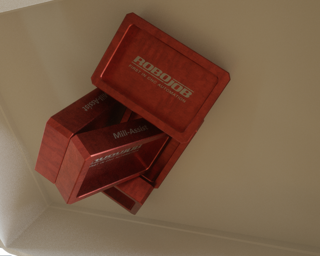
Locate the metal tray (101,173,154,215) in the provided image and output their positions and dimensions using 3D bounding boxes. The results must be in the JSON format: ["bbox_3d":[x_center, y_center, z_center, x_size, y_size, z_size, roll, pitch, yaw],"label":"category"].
[{"bbox_3d":[-0.078,0.075,0.466,0.130,0.030,0.090,34,153,5],"label":"metal tray"}]

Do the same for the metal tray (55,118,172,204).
[{"bbox_3d":[-0.050,0.034,0.369,0.030,0.131,0.089,50,132,23],"label":"metal tray"}]

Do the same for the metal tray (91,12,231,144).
[{"bbox_3d":[0.000,-0.055,0.346,0.130,0.030,0.090,34,103,5],"label":"metal tray"}]

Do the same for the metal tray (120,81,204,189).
[{"bbox_3d":[-0.011,0.014,0.416,0.090,0.030,0.129,34,129,5],"label":"metal tray"}]

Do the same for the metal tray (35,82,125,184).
[{"bbox_3d":[-0.090,-0.001,0.382,0.030,0.131,0.089,35,129,6],"label":"metal tray"}]
